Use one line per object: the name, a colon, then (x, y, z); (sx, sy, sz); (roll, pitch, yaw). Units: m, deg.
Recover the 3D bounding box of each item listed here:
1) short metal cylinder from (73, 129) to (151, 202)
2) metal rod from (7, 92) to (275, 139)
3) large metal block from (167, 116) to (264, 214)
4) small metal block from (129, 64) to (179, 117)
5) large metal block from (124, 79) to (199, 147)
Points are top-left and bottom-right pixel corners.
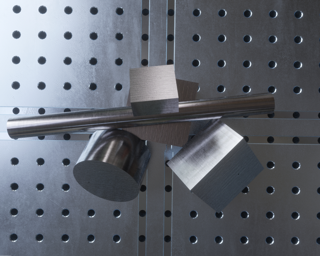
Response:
short metal cylinder: (-0.057, 0.046, 0.376); (0.080, 0.079, 0.050); (19, 47, 0)
metal rod: (-0.021, -0.014, 0.360); (0.302, 0.025, 0.025); (-6, 90, 0)
large metal block: (0.069, 0.046, 0.376); (0.080, 0.050, 0.080); (-45, 134, 0)
small metal block: (-0.007, -0.042, 0.348); (0.050, 0.025, 0.050); (-6, 55, 0)
large metal block: (0.000, -0.023, 0.397); (0.080, 0.050, 0.080); (11, 90, 0)
